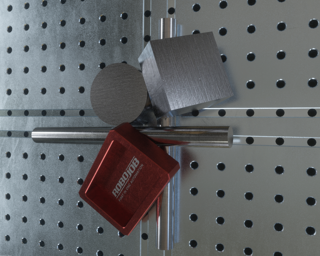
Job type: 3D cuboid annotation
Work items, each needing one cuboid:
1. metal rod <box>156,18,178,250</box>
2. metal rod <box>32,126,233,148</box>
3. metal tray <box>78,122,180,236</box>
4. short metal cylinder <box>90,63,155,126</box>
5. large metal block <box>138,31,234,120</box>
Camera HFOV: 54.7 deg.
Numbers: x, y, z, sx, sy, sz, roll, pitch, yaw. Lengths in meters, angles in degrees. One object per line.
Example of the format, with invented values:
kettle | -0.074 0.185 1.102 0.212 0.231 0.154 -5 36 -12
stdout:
metal rod | 0.009 0.008 0.409 0.025 0.025 0.298 1 91 20
metal rod | -0.055 0.011 0.414 0.300 0.025 0.025 0 90 27
metal tray | -0.044 0.068 0.398 0.090 0.030 0.129 38 123 10
short metal cylinder | -0.045 -0.043 0.415 0.080 0.050 0.079 0 90 20
large metal block | 0.029 -0.061 0.368 0.081 0.050 0.080 -15 84 -21
